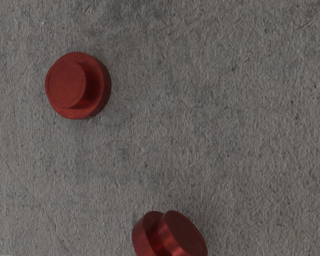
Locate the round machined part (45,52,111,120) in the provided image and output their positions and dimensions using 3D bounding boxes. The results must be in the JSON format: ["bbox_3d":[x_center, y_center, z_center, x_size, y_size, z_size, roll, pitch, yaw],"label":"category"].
[{"bbox_3d":[-0.123,-0.061,0.444,0.098,0.042,0.097,0,90,20],"label":"round machined part"}]

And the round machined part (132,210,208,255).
[{"bbox_3d":[0.018,0.137,0.364,0.042,0.098,0.098,-46,76,14],"label":"round machined part"}]
